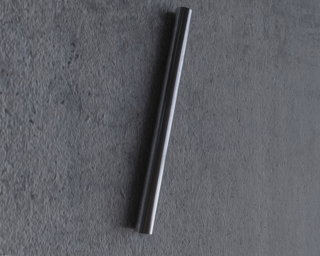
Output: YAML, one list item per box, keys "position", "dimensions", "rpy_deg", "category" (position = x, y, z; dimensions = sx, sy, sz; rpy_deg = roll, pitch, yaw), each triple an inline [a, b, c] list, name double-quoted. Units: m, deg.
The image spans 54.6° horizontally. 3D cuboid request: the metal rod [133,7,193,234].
- position: [0.006, -0.016, 0.408]
  dimensions: [0.025, 0.025, 0.299]
  rpy_deg: [17, 79, -39]
  category: "metal rod"
